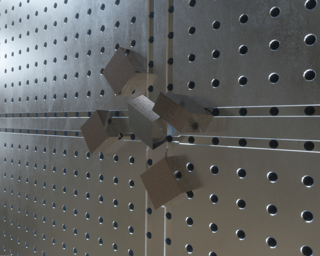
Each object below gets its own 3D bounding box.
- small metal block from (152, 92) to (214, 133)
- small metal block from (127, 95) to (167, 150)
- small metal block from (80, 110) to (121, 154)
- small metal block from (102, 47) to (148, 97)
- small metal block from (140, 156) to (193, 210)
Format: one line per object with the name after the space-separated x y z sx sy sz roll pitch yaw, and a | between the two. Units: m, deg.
0.028 -0.018 0.371 0.050 0.050 0.025 40 114 33 | small metal block
-0.016 -0.008 0.410 0.050 0.025 0.050 38 145 33 | small metal block
-0.094 0.007 0.489 0.050 0.025 0.050 -42 65 32 | small metal block
-0.052 -0.081 0.454 0.050 0.025 0.050 -48 62 29 | small metal block
0.008 0.071 0.404 0.050 0.025 0.050 -40 66 32 | small metal block
